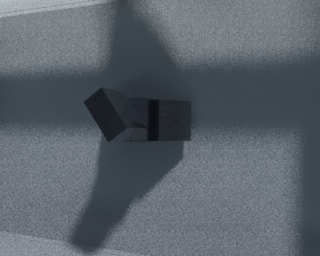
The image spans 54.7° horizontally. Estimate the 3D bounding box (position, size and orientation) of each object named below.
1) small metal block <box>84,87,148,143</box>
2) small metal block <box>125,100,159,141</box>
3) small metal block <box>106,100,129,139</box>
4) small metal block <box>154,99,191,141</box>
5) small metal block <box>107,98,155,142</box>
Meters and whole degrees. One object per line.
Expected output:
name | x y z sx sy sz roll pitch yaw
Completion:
small metal block | -0.046 -0.013 0.331 0.025 0.050 0.050 -37 78 17
small metal block | -0.022 -0.010 0.403 0.025 0.050 0.050 1 90 20
small metal block | -0.057 -0.011 0.412 0.025 0.050 0.050 1 90 -14
small metal block | 0.012 -0.009 0.389 0.025 0.050 0.050 1 90 54
small metal block | -0.034 -0.010 0.367 0.050 0.025 0.050 1 90 20
